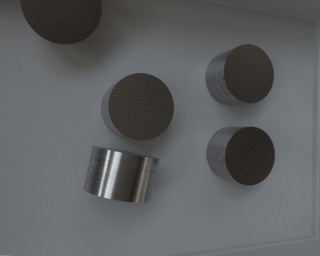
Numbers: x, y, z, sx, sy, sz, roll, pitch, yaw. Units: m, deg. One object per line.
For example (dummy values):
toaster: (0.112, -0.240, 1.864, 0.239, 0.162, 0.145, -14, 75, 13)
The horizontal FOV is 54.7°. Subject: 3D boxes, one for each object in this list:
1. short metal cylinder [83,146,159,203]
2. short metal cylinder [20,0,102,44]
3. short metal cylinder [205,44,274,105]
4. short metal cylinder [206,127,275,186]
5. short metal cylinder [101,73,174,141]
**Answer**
short metal cylinder: (-0.045, 0.053, 0.366, 0.081, 0.080, 0.050, 13, 86, -20)
short metal cylinder: (-0.109, -0.137, 0.343, 0.081, 0.050, 0.079, -9, 116, -17)
short metal cylinder: (0.112, -0.073, 0.440, 0.081, 0.050, 0.079, 0, 90, -20)
short metal cylinder: (0.114, 0.038, 0.441, 0.081, 0.050, 0.079, 0, 90, -21)
short metal cylinder: (-0.029, -0.025, 0.387, 0.081, 0.050, 0.079, 0, 90, -21)
